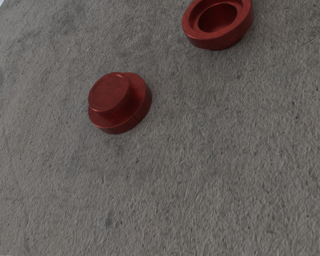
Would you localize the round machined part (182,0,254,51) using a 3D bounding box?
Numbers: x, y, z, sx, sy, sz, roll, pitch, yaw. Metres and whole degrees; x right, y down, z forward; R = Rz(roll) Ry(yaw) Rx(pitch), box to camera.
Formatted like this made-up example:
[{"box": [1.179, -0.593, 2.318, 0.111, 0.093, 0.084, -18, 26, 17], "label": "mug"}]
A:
[{"box": [0.084, -0.149, 0.440, 0.098, 0.042, 0.098, -13, 56, 21], "label": "round machined part"}]

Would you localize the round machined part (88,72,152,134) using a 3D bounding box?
[{"box": [-0.065, -0.043, 0.454, 0.098, 0.042, 0.098, -13, 56, 21], "label": "round machined part"}]
